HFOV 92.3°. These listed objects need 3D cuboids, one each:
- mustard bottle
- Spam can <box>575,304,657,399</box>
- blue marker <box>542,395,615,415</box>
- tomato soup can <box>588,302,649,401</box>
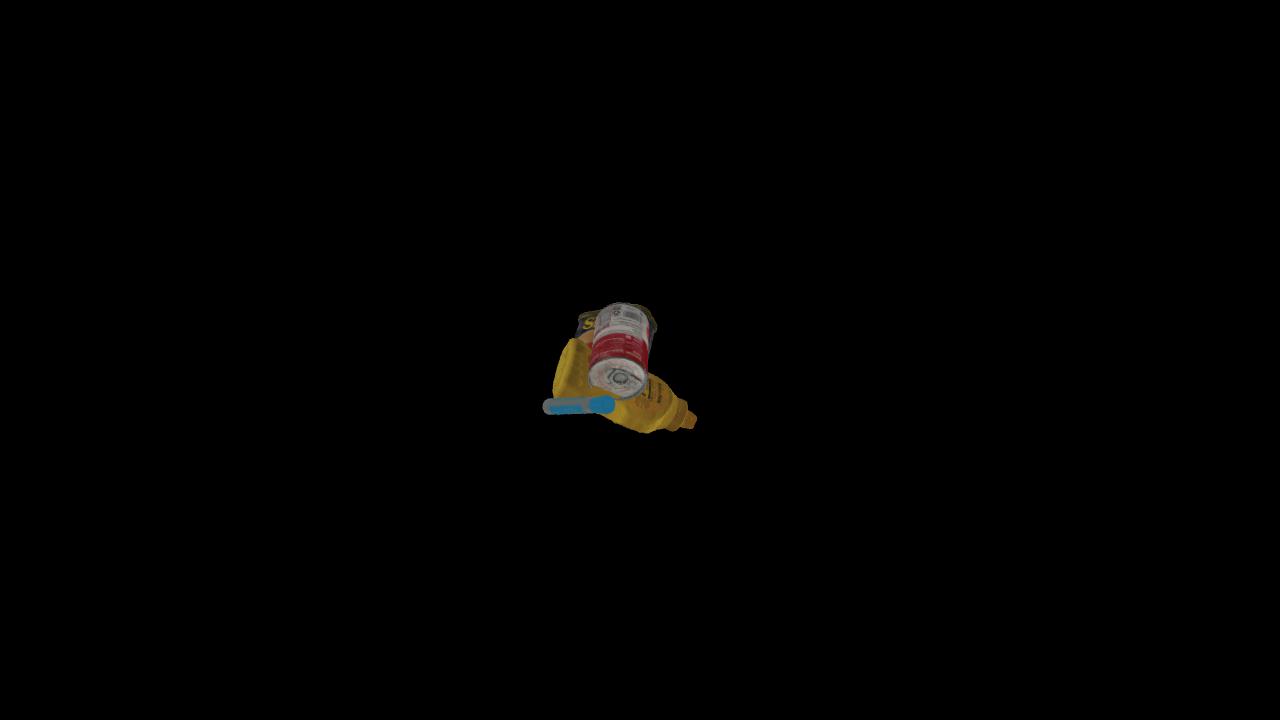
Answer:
[{"bbox_3d":[-0.011,0.043,0.743,0.184,0.054,0.092,24,31,-17],"label":"mustard bottle"},{"bbox_3d":[-0.036,-0.014,0.757,0.101,0.085,0.058,-8,-41,26],"label":"Spam can"},{"bbox_3d":[-0.066,0.049,0.654,0.020,0.020,0.121,0,-4,-38],"label":"blue marker"},{"bbox_3d":[-0.024,-0.012,0.717,0.068,0.068,0.101,0,43,2],"label":"tomato soup can"}]
